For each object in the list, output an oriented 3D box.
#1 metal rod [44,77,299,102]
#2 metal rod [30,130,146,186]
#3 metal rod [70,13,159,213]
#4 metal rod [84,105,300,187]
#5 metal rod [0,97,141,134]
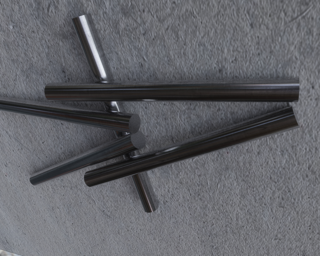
[{"bbox_3d":[-0.003,-0.043,0.361,0.301,0.025,0.025,2,120,19],"label":"metal rod"},{"bbox_3d":[-0.132,0.056,0.492,0.299,0.025,0.025,-22,107,41],"label":"metal rod"},{"bbox_3d":[-0.055,-0.005,0.433,0.025,0.025,0.298,-3,117,29],"label":"metal rod"},{"bbox_3d":[0.019,0.032,0.397,0.300,0.025,0.025,-20,108,28],"label":"metal rod"},{"bbox_3d":[-0.160,-0.025,0.457,0.300,0.025,0.025,9,122,30],"label":"metal rod"}]
